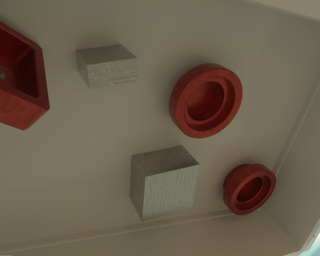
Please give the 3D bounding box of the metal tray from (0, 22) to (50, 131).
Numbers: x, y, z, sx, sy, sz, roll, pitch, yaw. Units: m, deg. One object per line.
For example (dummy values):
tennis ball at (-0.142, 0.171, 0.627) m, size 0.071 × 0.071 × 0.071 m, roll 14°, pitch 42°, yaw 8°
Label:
metal tray at (-0.150, -0.059, 0.232) m, size 0.030 × 0.090 × 0.130 m, roll -37°, pitch 141°, yaw 20°

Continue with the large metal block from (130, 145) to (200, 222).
large metal block at (0.004, 0.078, 0.445) m, size 0.081 × 0.050 × 0.079 m, roll -10°, pitch 123°, yaw -24°

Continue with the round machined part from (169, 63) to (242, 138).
round machined part at (0.055, -0.038, 0.406) m, size 0.099 × 0.042 × 0.097 m, roll -14°, pitch 125°, yaw -21°

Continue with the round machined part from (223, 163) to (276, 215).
round machined part at (0.152, 0.103, 0.547) m, size 0.099 × 0.042 × 0.097 m, roll -14°, pitch 125°, yaw -21°

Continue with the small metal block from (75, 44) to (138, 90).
small metal block at (-0.056, -0.065, 0.323) m, size 0.050 × 0.050 × 0.025 m, roll -14°, pitch 124°, yaw -21°
